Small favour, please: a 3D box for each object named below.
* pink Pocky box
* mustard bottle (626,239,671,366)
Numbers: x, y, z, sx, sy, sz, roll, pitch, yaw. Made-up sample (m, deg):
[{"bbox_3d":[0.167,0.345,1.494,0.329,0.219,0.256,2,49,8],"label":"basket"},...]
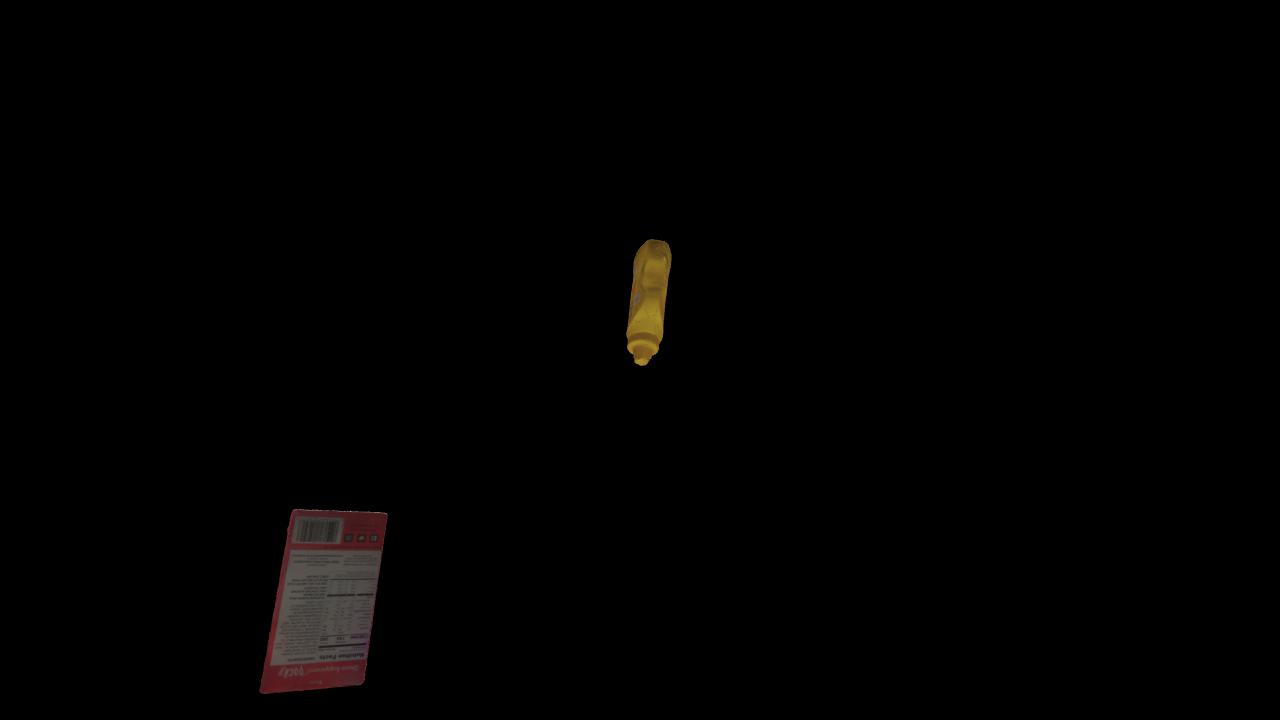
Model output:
[{"bbox_3d":[-0.291,0.219,0.571,0.084,0.155,0.029,11,-16,-30],"label":"pink Pocky box"},{"bbox_3d":[0.010,-0.072,0.852,0.054,0.184,0.092,13,-34,-10],"label":"mustard bottle"}]
